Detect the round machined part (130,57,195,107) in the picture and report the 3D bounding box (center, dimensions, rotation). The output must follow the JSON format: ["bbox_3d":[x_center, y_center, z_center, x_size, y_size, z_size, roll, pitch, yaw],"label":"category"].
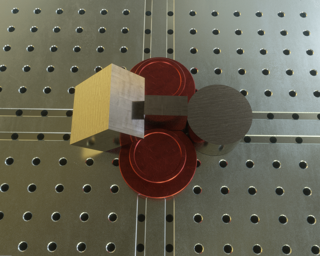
[{"bbox_3d":[-0.001,-0.056,0.423,0.099,0.042,0.098,0,70,0],"label":"round machined part"}]

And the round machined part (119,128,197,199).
[{"bbox_3d":[-0.003,0.038,0.389,0.099,0.042,0.098,0,70,0],"label":"round machined part"}]

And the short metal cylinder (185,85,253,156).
[{"bbox_3d":[0.073,-0.009,0.401,0.081,0.050,0.080,0,70,0],"label":"short metal cylinder"}]

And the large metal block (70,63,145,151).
[{"bbox_3d":[-0.065,-0.021,0.384,0.050,0.080,0.080,18,63,-42],"label":"large metal block"}]

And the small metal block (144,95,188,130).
[{"bbox_3d":[0.007,-0.018,0.381,0.050,0.050,0.025,1,70,0],"label":"small metal block"}]
